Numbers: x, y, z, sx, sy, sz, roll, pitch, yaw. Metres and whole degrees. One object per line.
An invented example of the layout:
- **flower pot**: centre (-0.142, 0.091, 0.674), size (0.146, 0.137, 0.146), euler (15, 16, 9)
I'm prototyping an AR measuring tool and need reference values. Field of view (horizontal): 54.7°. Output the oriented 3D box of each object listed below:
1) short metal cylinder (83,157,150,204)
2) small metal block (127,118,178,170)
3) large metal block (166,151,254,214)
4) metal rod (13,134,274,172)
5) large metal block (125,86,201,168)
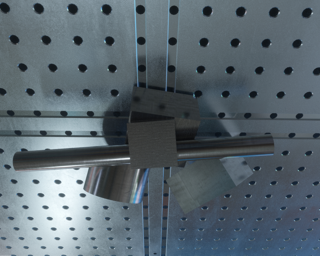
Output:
- **short metal cylinder**: centre (-0.057, 0.066, 0.418), size (0.081, 0.080, 0.050), euler (15, 86, -13)
- **small metal block**: centre (-0.007, 0.017, 0.340), size (0.050, 0.025, 0.050), euler (-4, 95, 3)
- **large metal block**: centre (0.069, 0.066, 0.419), size (0.080, 0.050, 0.080), euler (-37, 165, 27)
- **metal rod**: centre (-0.022, 0.030, 0.367), size (0.302, 0.025, 0.025), euler (-4, 130, 3)
- **large metal block**: centre (-0.001, 0.000, 0.390), size (0.081, 0.050, 0.079), euler (8, 130, -7)
